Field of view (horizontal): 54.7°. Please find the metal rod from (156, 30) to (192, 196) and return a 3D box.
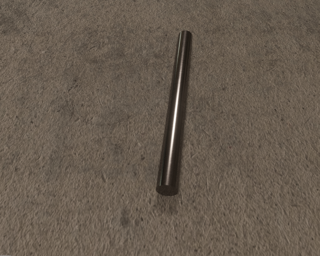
[{"bbox_3d":[0.026,-0.044,0.440,0.025,0.025,0.300,6,50,4],"label":"metal rod"}]
